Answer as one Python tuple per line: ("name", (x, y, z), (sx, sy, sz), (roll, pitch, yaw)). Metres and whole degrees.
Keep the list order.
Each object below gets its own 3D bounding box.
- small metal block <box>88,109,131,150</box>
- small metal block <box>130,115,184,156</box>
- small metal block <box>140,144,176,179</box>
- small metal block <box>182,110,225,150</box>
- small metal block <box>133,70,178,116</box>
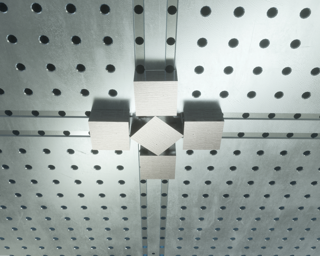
("small metal block", (-0.065, 0.003, 0.413), (0.050, 0.025, 0.050), (1, 130, -2))
("small metal block", (-0.004, 0.004, 0.414), (0.050, 0.025, 0.050), (35, 122, -26))
("small metal block", (-0.003, 0.049, 0.453), (0.050, 0.025, 0.050), (0, 130, -1))
("small metal block", (0.056, 0.003, 0.415), (0.050, 0.025, 0.050), (0, 130, 0))
("small metal block", (-0.005, -0.042, 0.376), (0.050, 0.025, 0.050), (-1, 130, 0))
